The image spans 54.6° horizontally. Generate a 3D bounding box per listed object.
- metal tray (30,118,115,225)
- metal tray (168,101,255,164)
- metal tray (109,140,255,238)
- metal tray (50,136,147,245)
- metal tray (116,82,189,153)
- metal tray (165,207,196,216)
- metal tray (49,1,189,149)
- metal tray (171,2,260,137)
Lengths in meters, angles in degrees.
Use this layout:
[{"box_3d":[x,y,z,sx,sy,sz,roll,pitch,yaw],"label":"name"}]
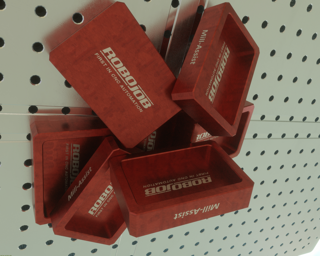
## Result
[{"box_3d":[-0.108,0.053,0.382,0.091,0.030,0.129,-5,120,-27],"label":"metal tray"},{"box_3d":[0.072,0.011,0.430,0.131,0.030,0.089,-16,127,-40],"label":"metal tray"},{"box_3d":[0.020,0.057,0.331,0.131,0.090,0.030,-9,122,-19],"label":"metal tray"},{"box_3d":[-0.062,0.082,0.385,0.090,0.030,0.130,30,102,-38],"label":"metal tray"},{"box_3d":[-0.011,0.007,0.405,0.091,0.030,0.129,-6,119,-28],"label":"metal tray"},{"box_3d":[0.040,0.098,0.447,0.090,0.030,0.130,-26,161,-12],"label":"metal tray"},{"box_3d":[-0.039,-0.053,0.331,0.090,0.030,0.130,-39,114,-2],"label":"metal tray"},{"box_3d":[0.070,-0.066,0.361,0.090,0.030,0.130,38,64,-38],"label":"metal tray"}]
